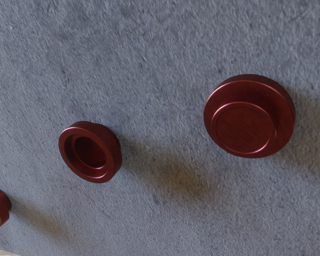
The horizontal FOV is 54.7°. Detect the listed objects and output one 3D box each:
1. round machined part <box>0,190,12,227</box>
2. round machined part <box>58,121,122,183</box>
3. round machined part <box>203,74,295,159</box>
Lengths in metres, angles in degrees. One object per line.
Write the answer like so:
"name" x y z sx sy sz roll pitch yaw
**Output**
"round machined part" -0.376 0.172 0.696 0.098 0.042 0.097 13 124 20
"round machined part" -0.099 0.032 0.466 0.098 0.042 0.097 13 124 20
"round machined part" 0.095 -0.006 0.341 0.098 0.042 0.097 13 124 20
